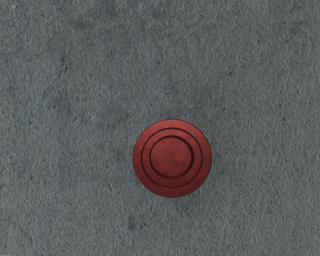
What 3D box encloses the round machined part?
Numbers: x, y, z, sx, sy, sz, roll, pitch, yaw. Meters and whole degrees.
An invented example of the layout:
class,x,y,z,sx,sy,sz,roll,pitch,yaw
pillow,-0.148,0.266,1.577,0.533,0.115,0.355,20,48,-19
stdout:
class,x,y,z,sx,sy,sz,roll,pitch,yaw
round machined part,0.015,0.037,0.403,0.099,0.042,0.097,0,90,-1
